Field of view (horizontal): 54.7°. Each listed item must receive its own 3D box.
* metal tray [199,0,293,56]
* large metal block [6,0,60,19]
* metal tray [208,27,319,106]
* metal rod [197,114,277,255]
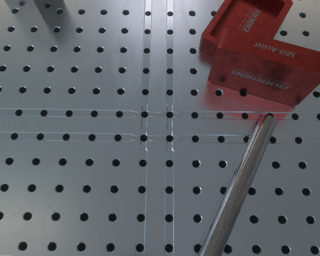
[{"bbox_3d":[0.130,-0.156,0.466,0.090,0.030,0.130,30,72,10],"label":"metal tray"},{"bbox_3d":[-0.205,-0.223,0.462,0.080,0.080,0.050,28,73,10],"label":"large metal block"},{"bbox_3d":[0.135,-0.077,0.406,0.131,0.090,0.030,17,71,6],"label":"metal tray"},{"bbox_3d":[0.076,0.113,0.370,0.025,0.025,0.300,26,72,9],"label":"metal rod"}]
